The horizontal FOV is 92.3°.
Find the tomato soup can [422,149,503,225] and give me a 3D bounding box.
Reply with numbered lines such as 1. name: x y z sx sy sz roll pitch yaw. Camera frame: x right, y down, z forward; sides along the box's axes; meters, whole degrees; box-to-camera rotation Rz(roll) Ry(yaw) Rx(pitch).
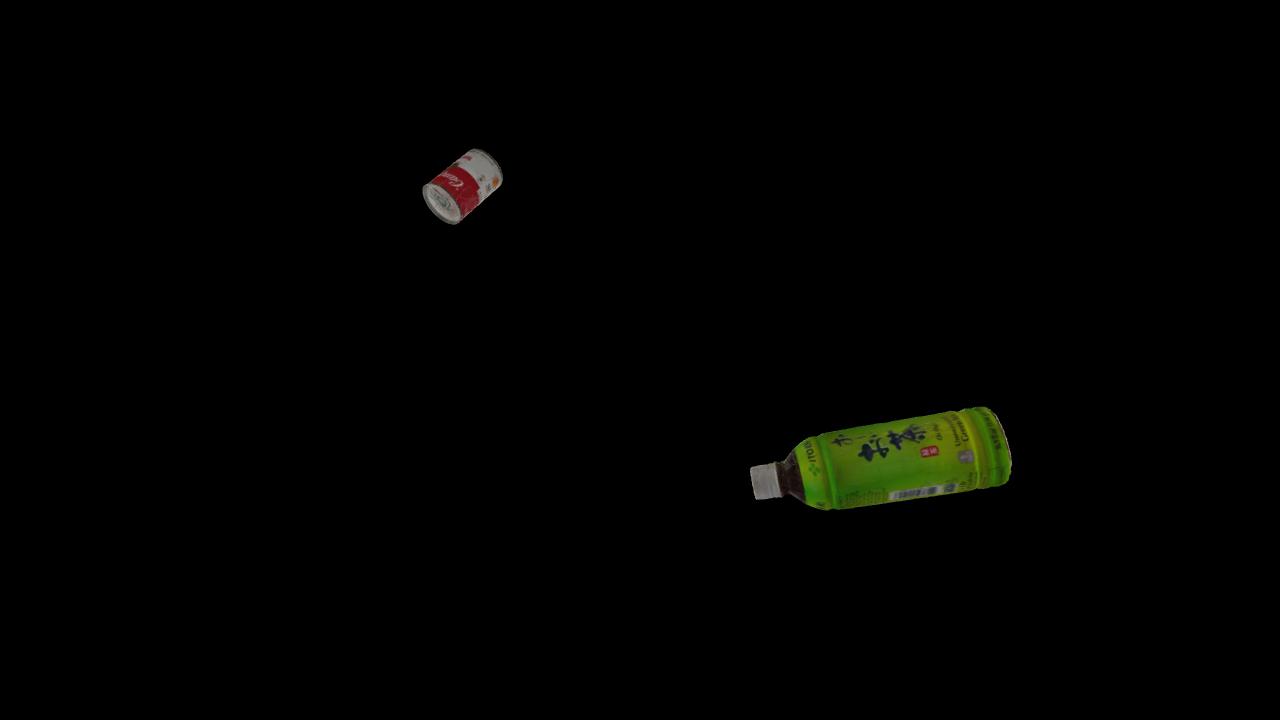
1. tomato soup can: -0.255 -0.253 0.894 0.068 0.068 0.101 0 43 43

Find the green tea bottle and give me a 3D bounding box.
1. green tea bottle: 0.205 0.094 0.547 0.212 0.073 0.073 -13 -2 10
